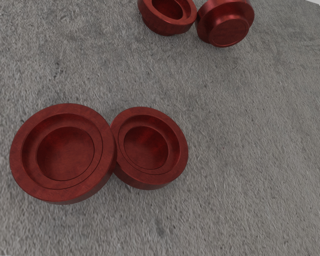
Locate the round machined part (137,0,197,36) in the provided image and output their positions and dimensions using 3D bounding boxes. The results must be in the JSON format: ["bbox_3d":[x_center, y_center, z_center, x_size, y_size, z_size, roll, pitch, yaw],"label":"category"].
[{"bbox_3d":[0.009,-0.192,0.513,0.099,0.042,0.098,12,57,-19],"label":"round machined part"}]

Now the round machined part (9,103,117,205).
[{"bbox_3d":[-0.092,0.028,0.310,0.099,0.042,0.098,0,68,1],"label":"round machined part"}]

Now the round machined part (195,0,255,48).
[{"bbox_3d":[0.111,-0.174,0.523,0.099,0.097,0.042,3,61,-27],"label":"round machined part"}]

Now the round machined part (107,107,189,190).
[{"bbox_3d":[-0.019,0.027,0.366,0.099,0.042,0.098,14,56,-21],"label":"round machined part"}]
